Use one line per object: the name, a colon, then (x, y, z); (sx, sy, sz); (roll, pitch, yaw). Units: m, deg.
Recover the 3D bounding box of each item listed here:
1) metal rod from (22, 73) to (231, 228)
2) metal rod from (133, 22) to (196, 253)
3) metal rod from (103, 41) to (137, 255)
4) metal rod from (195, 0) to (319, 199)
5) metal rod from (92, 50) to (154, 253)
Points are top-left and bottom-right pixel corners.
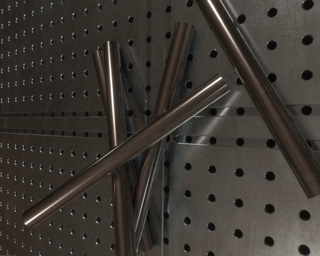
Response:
metal rod: (-0.048, 0.033, 0.376); (0.300, 0.025, 0.025); (-35, 67, 10)
metal rod: (-0.005, 0.017, 0.394); (0.025, 0.025, 0.298); (18, 96, 38)
metal rod: (-0.056, 0.014, 0.416); (0.025, 0.025, 0.299); (-24, 64, 37)
metal rod: (0.091, -0.069, 0.332); (0.025, 0.025, 0.299); (-37, 68, 34)
metal rod: (-0.057, 0.026, 0.454); (0.025, 0.025, 0.299); (-23, 76, 37)
